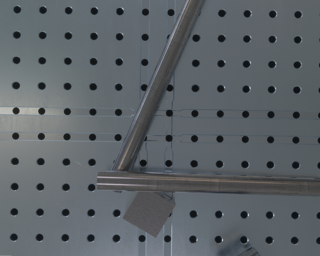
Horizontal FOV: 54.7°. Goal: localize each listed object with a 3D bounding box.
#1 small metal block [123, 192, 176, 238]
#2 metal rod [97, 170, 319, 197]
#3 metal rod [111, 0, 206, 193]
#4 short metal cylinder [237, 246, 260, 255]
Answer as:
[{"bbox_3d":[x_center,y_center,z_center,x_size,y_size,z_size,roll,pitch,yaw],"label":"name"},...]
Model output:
[{"bbox_3d":[-0.014,0.108,0.413,0.050,0.025,0.050,31,90,0],"label":"small metal block"},{"bbox_3d":[0.073,0.072,0.400,0.302,0.025,0.025,3,90,-6],"label":"metal rod"},{"bbox_3d":[-0.003,-0.056,0.413,0.025,0.025,0.299,24,90,0],"label":"metal rod"},{"bbox_3d":[0.119,0.198,0.387,0.050,0.080,0.080,-32,90,0],"label":"short metal cylinder"}]
